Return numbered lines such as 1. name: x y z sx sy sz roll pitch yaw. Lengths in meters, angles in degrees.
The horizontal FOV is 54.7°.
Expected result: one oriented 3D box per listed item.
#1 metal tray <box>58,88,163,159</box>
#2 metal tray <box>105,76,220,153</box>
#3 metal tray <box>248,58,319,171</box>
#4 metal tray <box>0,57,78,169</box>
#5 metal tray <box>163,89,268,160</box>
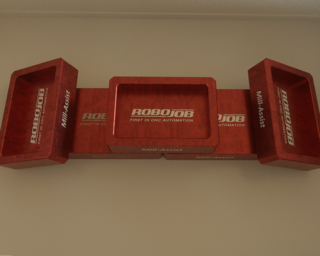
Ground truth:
1. metal tray: -0.061 -0.006 0.408 0.131 0.030 0.090 0 70 0
2. metal tray: 0.003 -0.016 0.379 0.131 0.030 0.090 1 69 0
3. metal tray: 0.161 -0.016 0.392 0.091 0.030 0.130 10 67 -26
4. metal tray: -0.154 -0.017 0.392 0.090 0.030 0.130 -9 68 24
5. metal tray: 0.070 -0.005 0.408 0.131 0.030 0.090 0 70 0
